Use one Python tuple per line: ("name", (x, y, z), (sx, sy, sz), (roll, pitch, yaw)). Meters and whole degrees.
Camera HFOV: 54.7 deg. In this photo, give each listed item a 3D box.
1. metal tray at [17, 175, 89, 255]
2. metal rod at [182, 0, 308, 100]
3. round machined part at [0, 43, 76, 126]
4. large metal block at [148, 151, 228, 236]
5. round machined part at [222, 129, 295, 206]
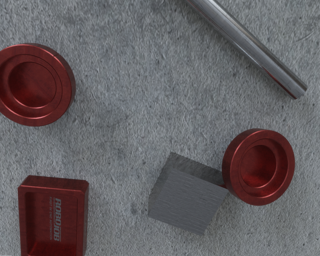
("metal tray", (-0.155, 0.136, 0.455), (0.091, 0.030, 0.129), (6, 110, -3))
("metal rod", (0.061, -0.135, 0.360), (0.301, 0.025, 0.025), (38, 106, -13))
("round machined part", (-0.152, -0.054, 0.379), (0.099, 0.042, 0.097), (0, 110, -1))
("large metal block", (0.037, 0.091, 0.431), (0.080, 0.050, 0.079), (22, 108, -9))
("round machined part", (0.124, 0.049, 0.408), (0.099, 0.042, 0.097), (-2, 97, -20))
